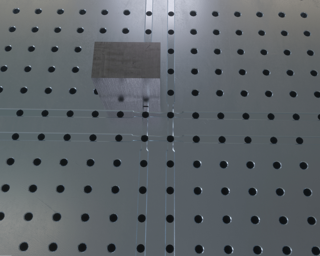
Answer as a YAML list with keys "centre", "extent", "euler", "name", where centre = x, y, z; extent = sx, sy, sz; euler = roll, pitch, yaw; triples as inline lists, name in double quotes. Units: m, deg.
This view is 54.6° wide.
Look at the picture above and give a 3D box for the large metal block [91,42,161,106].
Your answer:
- centre: [-0.040, -0.068, 0.407]
  extent: [0.080, 0.080, 0.050]
  euler: [0, 70, 0]
  name: "large metal block"
